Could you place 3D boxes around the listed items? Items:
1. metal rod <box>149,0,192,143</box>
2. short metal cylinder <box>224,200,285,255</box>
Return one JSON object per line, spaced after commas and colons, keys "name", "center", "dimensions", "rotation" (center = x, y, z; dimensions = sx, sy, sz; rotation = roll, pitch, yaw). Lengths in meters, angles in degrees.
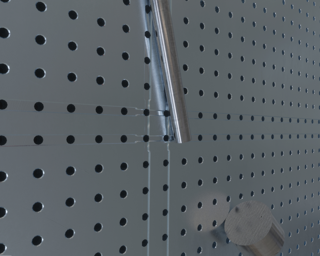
{"name": "metal rod", "center": [0.006, -0.127, 0.414], "dimensions": [0.025, 0.025, 0.298], "rotation": [-18, 101, -39]}
{"name": "short metal cylinder", "center": [0.153, 0.166, 0.503], "dimensions": [0.050, 0.080, 0.080], "rotation": [51, 60, -28]}
